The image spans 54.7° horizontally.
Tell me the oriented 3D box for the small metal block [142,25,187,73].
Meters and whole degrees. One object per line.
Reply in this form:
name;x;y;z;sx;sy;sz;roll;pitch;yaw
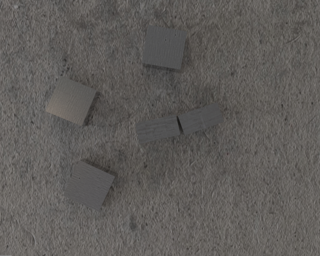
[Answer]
small metal block;0.006;-0.104;0.410;0.050;0.025;0.050;10;90;0

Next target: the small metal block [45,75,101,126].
small metal block;-0.114;-0.035;0.409;0.050;0.025;0.050;23;90;0

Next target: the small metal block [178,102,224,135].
small metal block;0.049;-0.011;0.398;0.050;0.050;0.025;-19;90;0

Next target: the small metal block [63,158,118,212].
small metal block;-0.091;0.074;0.409;0.050;0.025;0.050;25;90;0

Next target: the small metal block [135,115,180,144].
small metal block;-0.003;0.001;0.397;0.050;0.050;0.025;-13;90;0
